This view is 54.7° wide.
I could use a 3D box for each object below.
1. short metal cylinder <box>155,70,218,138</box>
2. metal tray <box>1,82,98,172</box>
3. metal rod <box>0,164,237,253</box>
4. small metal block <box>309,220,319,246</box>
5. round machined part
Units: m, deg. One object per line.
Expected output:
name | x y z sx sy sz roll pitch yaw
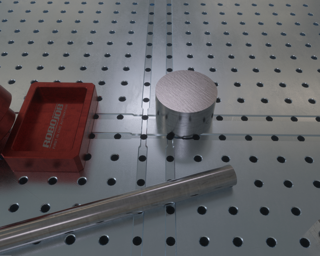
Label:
short metal cylinder | 0.034 -0.033 0.420 0.081 0.050 0.080 0 50 0
metal tray | -0.138 -0.006 0.408 0.091 0.030 0.130 1 50 1
metal rod | -0.060 0.089 0.332 0.302 0.025 0.025 -13 51 -11
small metal block | 0.192 0.114 0.314 0.050 0.025 0.050 -14 52 -12
round machined part | -0.221 -0.008 0.384 0.098 0.042 0.098 -20 43 21
